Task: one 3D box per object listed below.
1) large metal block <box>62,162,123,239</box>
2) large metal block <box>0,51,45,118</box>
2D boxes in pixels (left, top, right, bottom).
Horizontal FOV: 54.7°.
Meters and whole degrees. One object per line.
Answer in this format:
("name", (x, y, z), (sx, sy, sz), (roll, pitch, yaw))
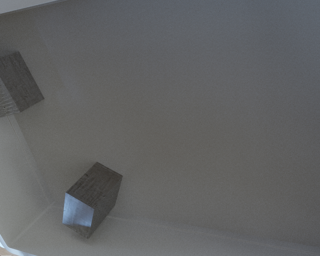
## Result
("large metal block", (-0.109, 0.116, 0.503), (0.050, 0.080, 0.079), (27, 128, 11))
("large metal block", (-0.242, -0.064, 0.481), (0.080, 0.050, 0.080), (-9, 114, 32))
